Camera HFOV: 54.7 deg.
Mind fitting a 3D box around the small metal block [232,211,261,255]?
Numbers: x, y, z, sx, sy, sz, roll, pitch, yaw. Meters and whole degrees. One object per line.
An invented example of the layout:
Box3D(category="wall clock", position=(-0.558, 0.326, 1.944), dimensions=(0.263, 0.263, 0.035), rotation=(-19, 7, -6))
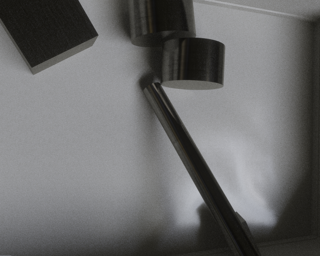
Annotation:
Box3D(category="small metal block", position=(0.112, 0.151, 0.434), dimensions=(0.025, 0.050, 0.050), rotation=(-24, 89, 0))

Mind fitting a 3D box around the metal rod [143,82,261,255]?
Box3D(category="metal rod", position=(0.059, 0.072, 0.366), dimensions=(0.025, 0.025, 0.299), rotation=(-23, 72, -19))

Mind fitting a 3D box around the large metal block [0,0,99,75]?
Box3D(category="large metal block", position=(-0.129, -0.117, 0.350), dimensions=(0.080, 0.050, 0.080), rotation=(-33, 101, -17))

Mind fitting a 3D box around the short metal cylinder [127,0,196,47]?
Box3D(category="short metal cylinder", position=(0.002, -0.134, 0.383), dimensions=(0.081, 0.080, 0.050), rotation=(-7, 93, -20))

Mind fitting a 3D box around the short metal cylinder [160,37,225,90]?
Box3D(category="short metal cylinder", position=(0.042, -0.079, 0.398), dimensions=(0.081, 0.080, 0.050), rotation=(3, 89, -20))
